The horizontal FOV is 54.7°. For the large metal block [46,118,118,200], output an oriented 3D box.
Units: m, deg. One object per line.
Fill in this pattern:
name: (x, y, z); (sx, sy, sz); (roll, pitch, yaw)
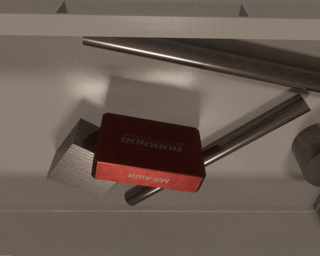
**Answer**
large metal block: (-0.097, 0.045, 0.430); (0.080, 0.050, 0.080); (29, 124, -23)

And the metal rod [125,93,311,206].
metal rod: (0.066, 0.042, 0.445); (0.299, 0.025, 0.025); (-33, 123, 24)

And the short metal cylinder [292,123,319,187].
short metal cylinder: (0.232, 0.037, 0.428); (0.081, 0.050, 0.079); (0, 130, 0)

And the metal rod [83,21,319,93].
metal rod: (0.069, -0.074, 0.346); (0.302, 0.025, 0.025); (10, 130, -9)

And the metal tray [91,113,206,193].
metal tray: (-0.013, 0.029, 0.390); (0.131, 0.090, 0.030); (10, 129, -9)
